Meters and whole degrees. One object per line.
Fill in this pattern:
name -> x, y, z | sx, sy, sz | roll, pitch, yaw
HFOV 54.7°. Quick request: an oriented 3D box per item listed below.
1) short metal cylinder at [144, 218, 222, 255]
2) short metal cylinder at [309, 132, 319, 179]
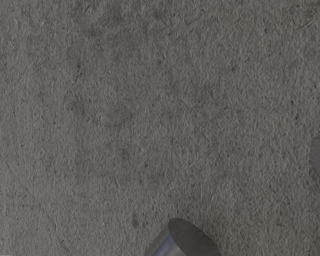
short metal cylinder -> 0.028, 0.155, 0.370 | 0.080, 0.080, 0.050 | 39, 103, 15
short metal cylinder -> 0.203, 0.031, 0.324 | 0.080, 0.050, 0.080 | 0, 90, 20
